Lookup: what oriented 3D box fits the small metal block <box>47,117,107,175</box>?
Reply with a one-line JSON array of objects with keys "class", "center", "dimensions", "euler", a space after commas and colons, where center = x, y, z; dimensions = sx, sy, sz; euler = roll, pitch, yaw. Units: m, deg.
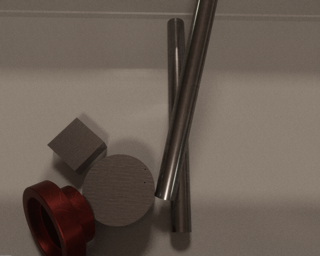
[{"class": "small metal block", "center": [-0.106, 0.023, 0.400], "dimensions": [0.050, 0.025, 0.050], "euler": [40, 74, 13]}]

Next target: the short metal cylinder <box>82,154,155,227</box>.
[{"class": "short metal cylinder", "center": [-0.046, 0.076, 0.368], "dimensions": [0.081, 0.050, 0.080], "euler": [0, 70, 0]}]

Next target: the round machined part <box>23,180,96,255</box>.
[{"class": "round machined part", "center": [-0.108, 0.103, 0.340], "dimensions": [0.042, 0.097, 0.098], "euler": [-21, 69, -41]}]

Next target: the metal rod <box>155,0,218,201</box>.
[{"class": "metal rod", "center": [0.037, -0.065, 0.363], "dimensions": [0.025, 0.025, 0.298], "euler": [12, 89, 4]}]

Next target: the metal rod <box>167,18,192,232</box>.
[{"class": "metal rod", "center": [0.024, -0.017, 0.416], "dimensions": [0.025, 0.025, 0.299], "euler": [0, 70, 0]}]
